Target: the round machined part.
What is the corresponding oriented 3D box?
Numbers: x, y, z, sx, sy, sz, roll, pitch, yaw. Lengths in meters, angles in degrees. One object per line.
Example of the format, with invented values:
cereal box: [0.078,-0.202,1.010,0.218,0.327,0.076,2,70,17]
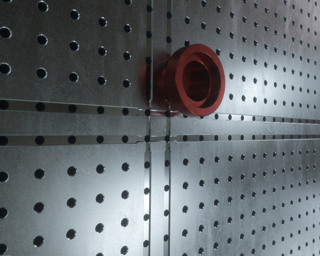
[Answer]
round machined part: [0.044,-0.064,0.433,0.099,0.042,0.097,0,90,-40]
